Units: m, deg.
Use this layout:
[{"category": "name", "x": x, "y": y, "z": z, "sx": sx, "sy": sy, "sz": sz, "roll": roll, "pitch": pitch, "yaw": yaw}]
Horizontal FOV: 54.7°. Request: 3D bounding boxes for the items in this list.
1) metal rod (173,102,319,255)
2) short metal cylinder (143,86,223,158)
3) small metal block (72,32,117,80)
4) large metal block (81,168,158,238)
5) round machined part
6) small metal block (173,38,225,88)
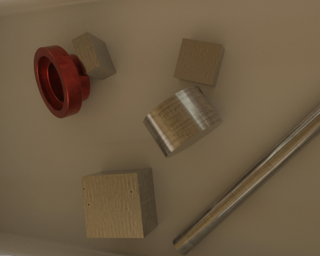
[{"category": "metal rod", "x": 0.125, "y": 0.047, "z": 0.366, "sx": 0.025, "sy": 0.025, "sz": 0.299, "roll": 46, "pitch": 104, "yaw": 14}, {"category": "short metal cylinder", "x": 0.027, "y": -0.006, "z": 0.371, "sx": 0.080, "sy": 0.080, "sz": 0.050, "roll": -36, "pitch": 79, "yaw": 16}, {"category": "small metal block", "x": -0.090, "y": -0.098, "z": 0.427, "sx": 0.025, "sy": 0.050, "sz": 0.050, "roll": -23, "pitch": 83, "yaw": 15}, {"category": "large metal block", "x": -0.053, "y": 0.099, "z": 0.415, "sx": 0.080, "sy": 0.050, "sz": 0.080, "roll": -7, "pitch": 88, "yaw": 19}, {"category": "round machined part", "x": -0.133, "y": -0.066, "z": 0.431, "sx": 0.098, "sy": 0.042, "sz": 0.097, "roll": 26, "pitch": 127, "yaw": 41}, {"category": "small metal block", "x": 0.050, "y": -0.082, "z": 0.392, "sx": 0.050, "sy": 0.025, "sz": 0.050, "roll": 15, "pitch": 95, "yaw": 19}]
